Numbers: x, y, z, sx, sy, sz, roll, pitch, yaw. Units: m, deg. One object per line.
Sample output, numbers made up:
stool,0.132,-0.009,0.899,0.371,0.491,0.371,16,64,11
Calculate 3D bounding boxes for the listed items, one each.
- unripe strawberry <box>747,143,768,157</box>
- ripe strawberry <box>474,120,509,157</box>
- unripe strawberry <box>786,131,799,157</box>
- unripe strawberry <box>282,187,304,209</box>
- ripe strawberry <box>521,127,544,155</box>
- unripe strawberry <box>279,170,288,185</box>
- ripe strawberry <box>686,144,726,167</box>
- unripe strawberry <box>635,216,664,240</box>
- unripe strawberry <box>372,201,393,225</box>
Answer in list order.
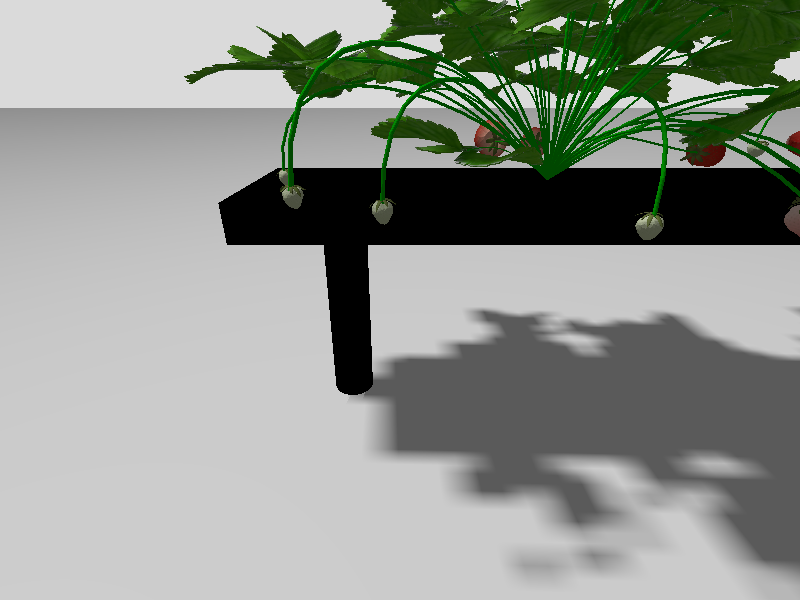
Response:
unripe strawberry,0.391,-0.165,0.439,0.017,0.016,0.015,16,31,28
ripe strawberry,0.105,-0.188,0.466,0.039,0.041,0.042,-4,27,-7
unripe strawberry,0.436,-0.166,0.420,0.045,0.038,0.045,17,32,32
unripe strawberry,-0.050,-0.048,0.187,0.010,0.010,0.011,-23,35,-37
ripe strawberry,0.156,-0.182,0.463,0.031,0.033,0.034,5,27,10
unripe strawberry,-0.087,-0.093,0.303,0.010,0.011,0.011,-5,27,-9
ripe strawberry,0.301,-0.145,0.391,0.032,0.028,0.032,-9,28,-18
unripe strawberry,0.110,-0.032,0.176,0.011,0.011,0.010,2,27,4
unripe strawberry,-0.008,-0.042,0.193,0.010,0.011,0.011,21,34,35
